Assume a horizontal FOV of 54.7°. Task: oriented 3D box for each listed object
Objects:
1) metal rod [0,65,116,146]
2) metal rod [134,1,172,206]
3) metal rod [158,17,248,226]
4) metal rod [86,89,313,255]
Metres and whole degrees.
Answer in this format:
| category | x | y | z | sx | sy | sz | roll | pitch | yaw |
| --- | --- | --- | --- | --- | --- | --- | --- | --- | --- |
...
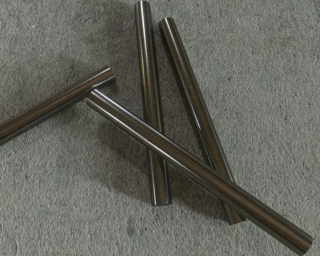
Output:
| category | x | y | z | sx | sy | sz | roll | pitch | yaw |
| --- | --- | --- | --- | --- | --- | --- | --- | --- | --- |
| metal rod | -0.194 | 0.001 | 0.406 | 0.301 | 0.025 | 0.025 | -32 | 73 | -11 |
| metal rod | -0.013 | -0.047 | 0.424 | 0.025 | 0.025 | 0.299 | -5 | 70 | -2 |
| metal rod | 0.052 | -0.023 | 0.416 | 0.025 | 0.025 | 0.299 | -16 | 71 | -6 |
| metal rod | 0.036 | 0.044 | 0.364 | 0.300 | 0.025 | 0.025 | 35 | 74 | 11 |
